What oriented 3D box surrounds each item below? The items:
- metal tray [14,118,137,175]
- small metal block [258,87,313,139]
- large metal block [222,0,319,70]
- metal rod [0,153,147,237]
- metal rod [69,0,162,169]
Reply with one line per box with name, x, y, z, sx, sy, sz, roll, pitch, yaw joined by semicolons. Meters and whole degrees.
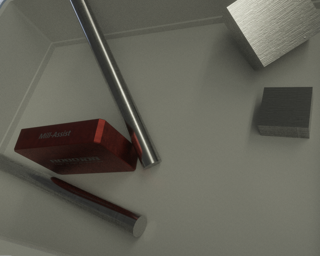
metal tray;-0.105;0.029;0.399;0.130;0.090;0.030;-6;59;24
small metal block;0.140;-0.018;0.343;0.050;0.025;0.050;4;63;29
large metal block;0.133;-0.127;0.372;0.080;0.050;0.080;-33;93;7
metal rod;-0.145;0.082;0.429;0.300;0.025;0.025;13;68;33
metal rod;-0.071;-0.085;0.423;0.025;0.025;0.299;-28;75;10
